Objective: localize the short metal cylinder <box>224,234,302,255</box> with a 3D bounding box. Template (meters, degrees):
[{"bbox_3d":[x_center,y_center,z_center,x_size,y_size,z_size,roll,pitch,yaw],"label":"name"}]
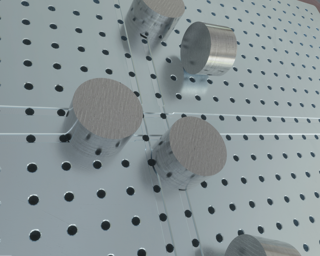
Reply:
[{"bbox_3d":[0.111,0.161,0.337,0.050,0.080,0.080,17,55,-19],"label":"short metal cylinder"}]

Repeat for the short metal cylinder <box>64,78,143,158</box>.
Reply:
[{"bbox_3d":[-0.067,-0.012,0.364,0.081,0.050,0.080,14,56,-21],"label":"short metal cylinder"}]

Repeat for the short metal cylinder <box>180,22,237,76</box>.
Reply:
[{"bbox_3d":[0.075,-0.124,0.491,0.050,0.080,0.080,-2,63,-29],"label":"short metal cylinder"}]

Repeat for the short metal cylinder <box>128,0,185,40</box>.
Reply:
[{"bbox_3d":[-0.006,-0.193,0.508,0.081,0.050,0.080,14,56,-21],"label":"short metal cylinder"}]

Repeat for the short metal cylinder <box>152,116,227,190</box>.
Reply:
[{"bbox_3d":[0.037,0.032,0.394,0.081,0.050,0.080,14,56,-21],"label":"short metal cylinder"}]
